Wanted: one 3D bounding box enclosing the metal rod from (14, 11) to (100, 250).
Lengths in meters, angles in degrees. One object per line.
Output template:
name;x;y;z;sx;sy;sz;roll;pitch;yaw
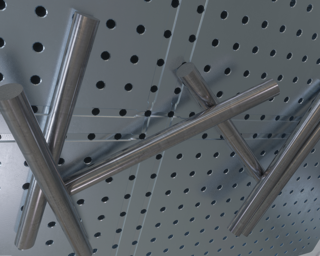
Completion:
metal rod;-0.124;0.020;0.355;0.025;0.025;0.298;9;114;-32

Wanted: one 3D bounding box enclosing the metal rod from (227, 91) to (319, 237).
metal rod;0.209;0.055;0.532;0.025;0.025;0.299;32;92;-38

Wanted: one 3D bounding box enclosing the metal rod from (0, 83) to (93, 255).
metal rod;-0.121;0.078;0.363;0.025;0.025;0.298;-20;135;-17

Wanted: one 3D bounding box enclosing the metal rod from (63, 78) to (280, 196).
metal rod;0.016;0.011;0.402;0.301;0.025;0.025;-26;128;-4

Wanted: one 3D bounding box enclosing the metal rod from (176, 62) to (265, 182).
metal rod;0.111;0.012;0.478;0.025;0.025;0.300;-43;129;1

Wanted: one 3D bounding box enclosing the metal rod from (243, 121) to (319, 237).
metal rod;0.235;0.068;0.558;0.025;0.025;0.299;34;92;-38
